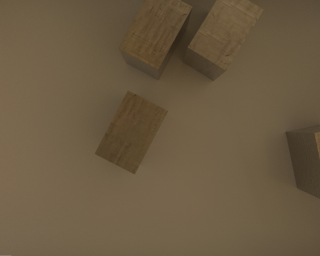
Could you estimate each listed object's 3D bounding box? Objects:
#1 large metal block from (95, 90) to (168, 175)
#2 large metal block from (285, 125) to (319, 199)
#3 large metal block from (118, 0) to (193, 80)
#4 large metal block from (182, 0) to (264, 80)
[{"bbox_3d":[-0.032,0.005,0.383,0.050,0.080,0.080,28,90,0],"label":"large metal block"},{"bbox_3d":[0.205,0.039,0.385,0.050,0.080,0.080,-12,90,0],"label":"large metal block"},{"bbox_3d":[-0.005,-0.112,0.384,0.050,0.080,0.080,29,90,0],"label":"large metal block"},{"bbox_3d":[0.073,-0.111,0.384,0.050,0.080,0.080,31,90,0],"label":"large metal block"}]
